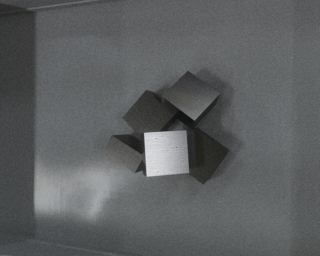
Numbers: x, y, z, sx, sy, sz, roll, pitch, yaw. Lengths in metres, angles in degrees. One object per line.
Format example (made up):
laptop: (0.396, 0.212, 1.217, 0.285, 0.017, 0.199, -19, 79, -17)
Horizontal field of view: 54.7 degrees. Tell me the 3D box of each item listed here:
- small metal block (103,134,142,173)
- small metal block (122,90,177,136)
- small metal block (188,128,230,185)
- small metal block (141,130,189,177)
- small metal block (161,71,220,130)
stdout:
small metal block: (-0.037, 0.032, 0.407, 0.050, 0.050, 0.025, 31, 100, 17)
small metal block: (-0.013, -0.014, 0.411, 0.050, 0.025, 0.050, 45, 104, 14)
small metal block: (0.051, 0.034, 0.390, 0.050, 0.025, 0.050, 37, 101, 16)
small metal block: (0.005, 0.029, 0.368, 0.050, 0.025, 0.050, -3, 89, -13)
small metal block: (0.037, -0.035, 0.383, 0.050, 0.025, 0.050, 39, 69, 15)
